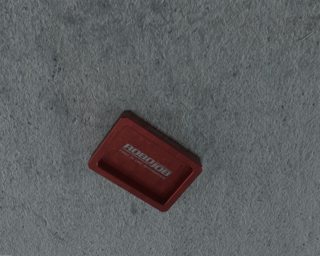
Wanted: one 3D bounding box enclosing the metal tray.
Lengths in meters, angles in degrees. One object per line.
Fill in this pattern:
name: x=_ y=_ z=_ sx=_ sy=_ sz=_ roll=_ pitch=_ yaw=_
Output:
metal tray: x=-0.019 y=0.047 z=0.426 sx=0.130 sy=0.030 sz=0.090 roll=34 pitch=106 yaw=-12
